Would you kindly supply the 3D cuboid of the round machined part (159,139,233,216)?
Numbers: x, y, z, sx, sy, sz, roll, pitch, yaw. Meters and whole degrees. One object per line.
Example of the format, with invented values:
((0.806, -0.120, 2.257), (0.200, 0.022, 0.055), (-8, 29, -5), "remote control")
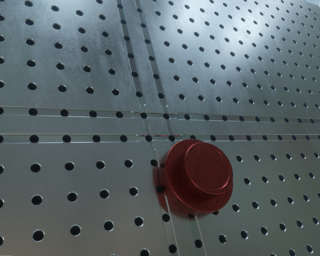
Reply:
((0.052, 0.057, 0.390), (0.099, 0.042, 0.098), (13, 56, -21), "round machined part")
